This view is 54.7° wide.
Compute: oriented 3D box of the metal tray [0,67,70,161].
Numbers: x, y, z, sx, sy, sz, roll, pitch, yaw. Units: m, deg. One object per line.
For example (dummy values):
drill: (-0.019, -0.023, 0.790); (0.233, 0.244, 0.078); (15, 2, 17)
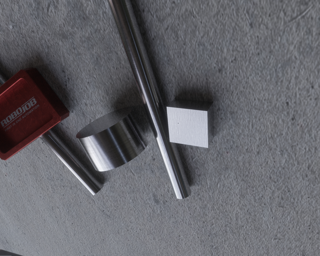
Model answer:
metal tray: (-0.216, -0.020, 0.472); (0.130, 0.030, 0.090); (-32, 100, 17)

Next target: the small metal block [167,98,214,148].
small metal block: (0.038, -0.007, 0.382); (0.050, 0.025, 0.050); (8, 122, 23)

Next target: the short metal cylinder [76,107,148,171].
short metal cylinder: (-0.063, 0.014, 0.411); (0.080, 0.080, 0.050); (-13, 112, 33)

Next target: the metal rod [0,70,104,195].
metal rod: (-0.200, -0.008, 0.504); (0.025, 0.025, 0.300); (-34, 100, 38)

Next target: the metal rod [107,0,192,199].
metal rod: (-0.010, -0.036, 0.388); (0.025, 0.025, 0.298); (-5, 117, 30)
